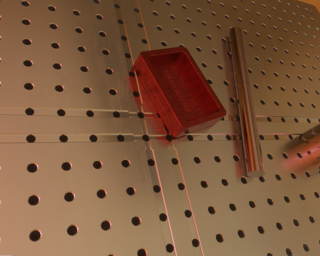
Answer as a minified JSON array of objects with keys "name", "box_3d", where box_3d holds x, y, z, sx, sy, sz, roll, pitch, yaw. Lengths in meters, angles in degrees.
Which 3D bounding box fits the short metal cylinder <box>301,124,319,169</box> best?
[{"name":"short metal cylinder","box_3d":[0.295,0.029,0.537,0.081,0.050,0.080,14,56,-21]}]

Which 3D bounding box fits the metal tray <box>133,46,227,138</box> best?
[{"name":"metal tray","box_3d":[0.029,-0.057,0.456,0.091,0.030,0.130,-18,71,-35]}]

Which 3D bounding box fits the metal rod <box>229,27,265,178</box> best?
[{"name":"metal rod","box_3d":[0.142,-0.060,0.523,0.025,0.025,0.299,15,55,-20]}]
